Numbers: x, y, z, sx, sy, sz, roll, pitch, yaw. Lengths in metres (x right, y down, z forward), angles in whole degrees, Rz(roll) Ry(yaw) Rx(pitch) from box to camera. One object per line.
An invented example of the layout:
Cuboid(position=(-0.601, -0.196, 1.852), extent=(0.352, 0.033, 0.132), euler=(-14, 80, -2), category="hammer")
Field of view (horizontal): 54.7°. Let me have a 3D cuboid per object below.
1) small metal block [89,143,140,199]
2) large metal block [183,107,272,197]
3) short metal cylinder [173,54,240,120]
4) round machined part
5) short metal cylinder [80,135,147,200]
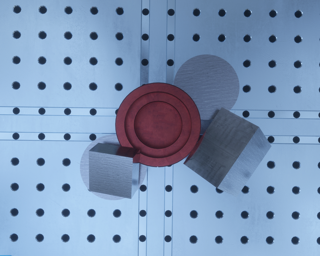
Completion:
Cuboid(position=(-0.051, 0.048, 0.350), extent=(0.050, 0.025, 0.050), euler=(8, 110, 12), category="small metal block")
Cuboid(position=(0.086, 0.032, 0.380), extent=(0.050, 0.080, 0.080), euler=(34, 90, 34), category="large metal block")
Cuboid(position=(0.056, -0.050, 0.401), extent=(0.081, 0.050, 0.079), euler=(0, 90, 0), category="short metal cylinder")
Cuboid(position=(-0.002, -0.004, 0.375), extent=(0.099, 0.042, 0.097), euler=(0, 90, 0), category="round machined part")
Cuboid(position=(-0.057, 0.048, 0.400), extent=(0.081, 0.050, 0.079), euler=(0, 90, 0), category="short metal cylinder")
